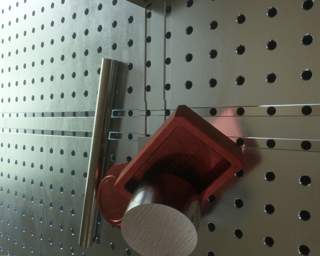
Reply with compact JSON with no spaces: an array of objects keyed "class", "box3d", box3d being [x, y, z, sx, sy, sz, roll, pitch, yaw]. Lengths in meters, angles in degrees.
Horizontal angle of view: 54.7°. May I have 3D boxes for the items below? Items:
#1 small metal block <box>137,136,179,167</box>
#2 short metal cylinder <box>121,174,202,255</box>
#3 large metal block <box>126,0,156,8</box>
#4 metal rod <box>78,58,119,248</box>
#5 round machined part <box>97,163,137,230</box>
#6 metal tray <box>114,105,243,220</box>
[{"class":"small metal block","box3d":[-0.002,0.036,0.409,0.050,0.025,0.050,-3,88,39]},{"class":"short metal cylinder","box3d":[0.003,0.098,0.340,0.080,0.050,0.079,5,118,10]},{"class":"large metal block","box3d":[-0.017,-0.220,0.405,0.080,0.050,0.080,-18,79,38]},{"class":"metal rod","box3d":[-0.098,0.043,0.486,0.025,0.025,0.298,15,99,39]},{"class":"round machined part","box3d":[-0.051,0.099,0.438,0.098,0.042,0.097,0,90,39]},{"class":"metal tray","box3d":[0.019,0.048,0.357,0.090,0.030,0.129,37,118,-7]}]
